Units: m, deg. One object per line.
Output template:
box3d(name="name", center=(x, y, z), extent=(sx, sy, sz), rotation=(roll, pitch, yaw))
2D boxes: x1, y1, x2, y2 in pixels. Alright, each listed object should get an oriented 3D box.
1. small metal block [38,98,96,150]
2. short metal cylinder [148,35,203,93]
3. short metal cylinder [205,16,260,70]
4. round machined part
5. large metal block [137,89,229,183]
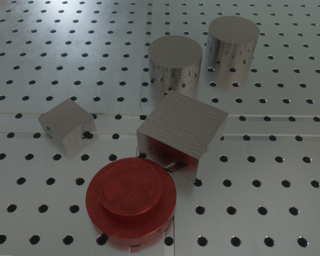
box3d(name="small metal block", center=(-0.123, -0.006, 0.411), extent=(0.050, 0.025, 0.050), rotation=(35, 58, 25))
box3d(name="short metal cylinder", center=(0.022, -0.098, 0.474), extent=(0.081, 0.050, 0.080), rotation=(0, 50, 0))
box3d(name="short metal cylinder", center=(0.118, -0.142, 0.512), extent=(0.081, 0.050, 0.080), rotation=(0, 50, 0))
box3d(name="round machined part", center=(-0.031, 0.072, 0.336), extent=(0.099, 0.042, 0.098), rotation=(0, 50, 0))
box3d(name="large metal block", center=(0.028, 0.008, 0.385), extent=(0.080, 0.050, 0.080), rotation=(25, 54, 19))
